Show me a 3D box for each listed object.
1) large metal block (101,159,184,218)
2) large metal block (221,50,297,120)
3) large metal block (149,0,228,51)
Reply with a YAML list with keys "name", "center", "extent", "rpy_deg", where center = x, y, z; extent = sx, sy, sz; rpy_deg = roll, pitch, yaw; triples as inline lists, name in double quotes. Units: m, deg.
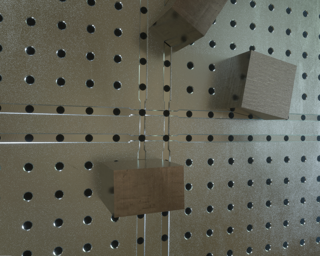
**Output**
- name: "large metal block"
  center: [-0.024, 0.068, 0.375]
  extent: [0.081, 0.080, 0.050]
  rpy_deg: [-1, 91, -20]
- name: "large metal block"
  center: [0.145, -0.059, 0.455]
  extent: [0.081, 0.050, 0.080]
  rpy_deg: [12, 86, -20]
- name: "large metal block"
  center: [0.040, -0.154, 0.399]
  extent: [0.050, 0.080, 0.080]
  rpy_deg: [36, 78, -17]
